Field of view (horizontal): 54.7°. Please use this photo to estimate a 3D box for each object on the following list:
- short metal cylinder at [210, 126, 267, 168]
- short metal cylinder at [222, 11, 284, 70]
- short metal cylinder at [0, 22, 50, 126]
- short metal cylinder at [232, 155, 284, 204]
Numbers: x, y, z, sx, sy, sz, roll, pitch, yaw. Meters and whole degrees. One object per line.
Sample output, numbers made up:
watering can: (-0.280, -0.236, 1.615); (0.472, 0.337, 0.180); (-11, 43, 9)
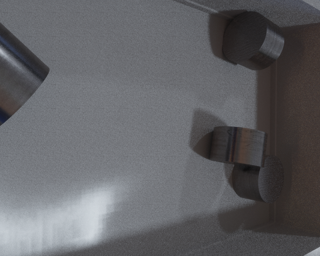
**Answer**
short metal cylinder: (0.119, 0.030, 0.470); (0.081, 0.080, 0.050); (15, 81, -39)
short metal cylinder: (0.148, -0.137, 0.494); (0.050, 0.080, 0.080); (11, 83, -40)
short metal cylinder: (-0.139, -0.039, 0.254); (0.050, 0.080, 0.080); (47, 62, -30)
short metal cylinder: (0.169, 0.085, 0.532); (0.081, 0.050, 0.080); (0, 90, -40)
